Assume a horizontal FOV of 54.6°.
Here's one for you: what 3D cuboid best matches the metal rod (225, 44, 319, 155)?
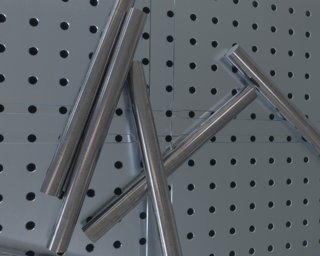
[{"bbox_3d":[0.213,-0.017,0.490,0.300,0.025,0.025,41,77,-16],"label":"metal rod"}]

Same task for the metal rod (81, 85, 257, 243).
[{"bbox_3d":[0.023,0.039,0.420,0.301,0.025,0.025,-40,103,-16],"label":"metal rod"}]

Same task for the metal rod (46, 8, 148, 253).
[{"bbox_3d":[-0.075,0.001,0.373,0.025,0.025,0.299,19,88,-19],"label":"metal rod"}]

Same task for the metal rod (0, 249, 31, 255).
[{"bbox_3d":[-0.215,0.135,0.333,0.302,0.025,0.025,22,83,-19],"label":"metal rod"}]

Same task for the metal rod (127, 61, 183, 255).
[{"bbox_3d":[-0.005,0.063,0.383,0.025,0.025,0.299,-10,83,-20],"label":"metal rod"}]

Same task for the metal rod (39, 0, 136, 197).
[{"bbox_3d":[-0.080,-0.063,0.382,0.025,0.025,0.299,22,83,-19],"label":"metal rod"}]
